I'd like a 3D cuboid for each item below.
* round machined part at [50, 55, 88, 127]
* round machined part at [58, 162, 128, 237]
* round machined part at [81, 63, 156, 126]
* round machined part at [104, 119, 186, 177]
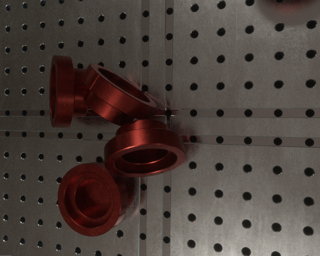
[{"bbox_3d":[-0.126,-0.049,0.428,0.042,0.098,0.097,0,90,-25],"label":"round machined part"},{"bbox_3d":[-0.089,0.096,0.434,0.098,0.042,0.097,0,90,19],"label":"round machined part"},{"bbox_3d":[-0.056,-0.037,0.392,0.098,0.098,0.042,38,102,15],"label":"round machined part"},{"bbox_3d":[-0.020,0.024,0.385,0.098,0.098,0.042,-19,59,18],"label":"round machined part"}]
